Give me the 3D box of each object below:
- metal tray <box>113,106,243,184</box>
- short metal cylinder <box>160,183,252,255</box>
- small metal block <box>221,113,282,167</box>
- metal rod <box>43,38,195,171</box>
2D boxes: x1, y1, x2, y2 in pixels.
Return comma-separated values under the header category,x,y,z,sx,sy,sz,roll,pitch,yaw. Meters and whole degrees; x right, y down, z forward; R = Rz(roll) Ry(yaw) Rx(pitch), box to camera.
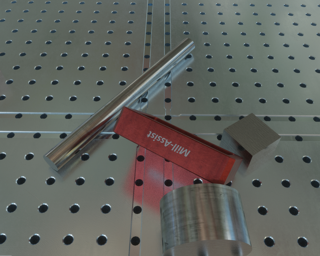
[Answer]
category,x,y,z,sx,sy,sz,roll,pitch,yaw
metal tray,0.023,0.019,0.350,0.130,0.090,0.030,26,94,20
short metal cylinder,0.041,0.093,0.293,0.081,0.080,0.050,-2,52,-2
small metal block,0.116,0.014,0.397,0.050,0.025,0.050,-28,56,-22
metal rod,-0.041,-0.050,0.448,0.025,0.025,0.301,30,56,22
